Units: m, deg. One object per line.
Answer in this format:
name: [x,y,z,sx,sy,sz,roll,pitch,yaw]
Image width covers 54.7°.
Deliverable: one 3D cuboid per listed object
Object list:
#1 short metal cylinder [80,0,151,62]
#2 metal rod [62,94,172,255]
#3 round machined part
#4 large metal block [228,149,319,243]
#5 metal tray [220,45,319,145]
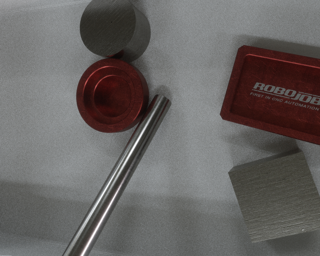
short metal cylinder: [-0.059,-0.132,0.417,0.080,0.050,0.079,0,90,19]
metal rod: [-0.064,0.087,0.359,0.025,0.025,0.300,22,69,18]
round machined part: [-0.060,-0.042,0.422,0.098,0.042,0.097,0,90,19]
large metal block: [0.132,0.074,0.351,0.080,0.050,0.080,-20,84,18]
metal tray: [0.145,-0.037,0.356,0.130,0.030,0.089,16,95,18]
